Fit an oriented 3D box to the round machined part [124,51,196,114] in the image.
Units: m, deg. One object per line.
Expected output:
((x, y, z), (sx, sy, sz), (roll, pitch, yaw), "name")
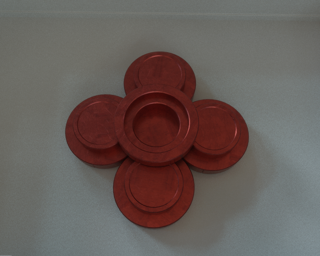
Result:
((0.000, -0.063, 0.420), (0.099, 0.042, 0.098), (0, 70, 0), "round machined part")

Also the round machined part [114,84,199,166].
((-0.004, -0.001, 0.376), (0.099, 0.042, 0.098), (0, 70, 0), "round machined part")

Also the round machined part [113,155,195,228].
((-0.007, 0.069, 0.373), (0.099, 0.042, 0.098), (1, 68, -1), "round machined part")

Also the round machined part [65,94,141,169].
((-0.073, 0.000, 0.397), (0.099, 0.042, 0.098), (0, 70, 0), "round machined part")

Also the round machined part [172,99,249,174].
((0.065, 0.007, 0.396), (0.099, 0.042, 0.098), (0, 70, 0), "round machined part")
